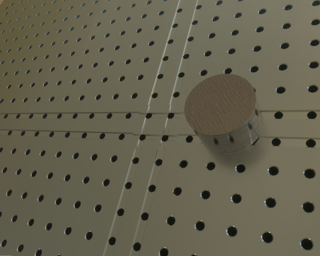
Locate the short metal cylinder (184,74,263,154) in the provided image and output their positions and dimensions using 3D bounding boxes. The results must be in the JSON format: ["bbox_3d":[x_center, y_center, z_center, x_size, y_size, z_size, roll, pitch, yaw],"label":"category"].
[{"bbox_3d":[0.075,-0.016,0.362,0.080,0.050,0.080,-13,56,20],"label":"short metal cylinder"}]
